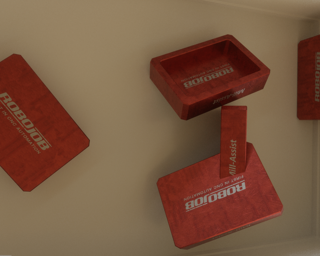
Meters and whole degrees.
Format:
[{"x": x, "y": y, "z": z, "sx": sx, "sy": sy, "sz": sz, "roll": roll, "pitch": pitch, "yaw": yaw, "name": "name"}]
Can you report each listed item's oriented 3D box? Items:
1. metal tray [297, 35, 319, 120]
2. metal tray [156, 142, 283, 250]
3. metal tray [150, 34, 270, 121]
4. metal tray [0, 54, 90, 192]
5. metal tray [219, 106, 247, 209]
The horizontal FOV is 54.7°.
[{"x": 0.255, "y": -0.077, "z": 0.472, "sx": 0.030, "sy": 0.090, "sz": 0.129, "roll": 1, "pitch": 90, "yaw": -20, "name": "metal tray"}, {"x": 0.070, "y": 0.084, "z": 0.381, "sx": 0.130, "sy": 0.030, "sz": 0.090, "roll": -24, "pitch": 61, "yaw": 11, "name": "metal tray"}, {"x": 0.064, "y": -0.071, "z": 0.405, "sx": 0.131, "sy": 0.030, "sz": 0.090, "roll": -22, "pitch": 57, "yaw": -19, "name": "metal tray"}, {"x": -0.155, "y": -0.005, "z": 0.351, "sx": 0.090, "sy": 0.030, "sz": 0.130, "roll": -40, "pitch": 103, "yaw": -16, "name": "metal tray"}, {"x": 0.098, "y": 0.037, "z": 0.412, "sx": 0.030, "sy": 0.090, "sz": 0.129, "roll": 1, "pitch": 91, "yaw": 15, "name": "metal tray"}]
